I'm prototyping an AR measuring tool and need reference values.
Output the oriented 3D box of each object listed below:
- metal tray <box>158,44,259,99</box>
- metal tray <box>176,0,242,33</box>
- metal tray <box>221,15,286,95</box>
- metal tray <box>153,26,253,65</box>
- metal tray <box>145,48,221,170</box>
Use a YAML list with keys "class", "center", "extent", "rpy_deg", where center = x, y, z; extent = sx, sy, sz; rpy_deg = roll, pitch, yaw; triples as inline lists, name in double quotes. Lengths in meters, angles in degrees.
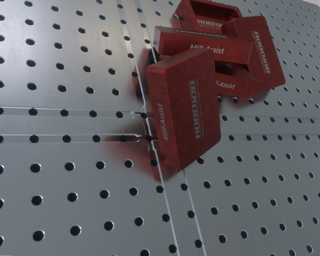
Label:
- class: "metal tray"
  center: [0.072, -0.087, 0.471]
  extent: [0.131, 0.030, 0.090]
  rpy_deg: [6, 32, -25]
- class: "metal tray"
  center: [0.103, -0.192, 0.576]
  extent: [0.131, 0.030, 0.090]
  rpy_deg: [-1, 62, -29]
- class: "metal tray"
  center: [0.165, -0.127, 0.544]
  extent: [0.091, 0.030, 0.129]
  rpy_deg: [-19, 91, -35]
- class: "metal tray"
  center: [0.059, -0.125, 0.462]
  extent: [0.131, 0.030, 0.090]
  rpy_deg: [4, 23, -9]
- class: "metal tray"
  center: [0.034, -0.025, 0.386]
  extent: [0.091, 0.030, 0.129]
  rpy_deg: [-31, 122, -37]
